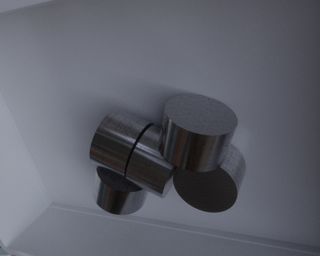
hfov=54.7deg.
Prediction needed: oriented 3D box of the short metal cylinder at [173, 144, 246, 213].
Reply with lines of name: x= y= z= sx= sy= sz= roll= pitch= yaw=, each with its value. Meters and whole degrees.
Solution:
short metal cylinder: x=0.063 y=0.059 z=0.392 sx=0.080 sy=0.050 sz=0.079 roll=13 pitch=124 yaw=20

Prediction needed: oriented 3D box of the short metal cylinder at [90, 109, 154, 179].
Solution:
short metal cylinder: x=-0.048 y=0.021 z=0.407 sx=0.050 sy=0.080 sz=0.079 roll=23 pitch=127 yaw=14

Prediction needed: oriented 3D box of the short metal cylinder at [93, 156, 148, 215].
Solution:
short metal cylinder: x=-0.054 y=0.076 z=0.445 sx=0.080 sy=0.080 sz=0.050 roll=26 pitch=127 yaw=11

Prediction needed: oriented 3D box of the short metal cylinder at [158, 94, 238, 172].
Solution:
short metal cylinder: x=0.041 y=0.004 z=0.351 sx=0.080 sy=0.080 sz=0.050 roll=21 pitch=126 yaw=15

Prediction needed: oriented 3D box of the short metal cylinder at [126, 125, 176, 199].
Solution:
short metal cylinder: x=-0.001 y=0.043 z=0.398 sx=0.050 sy=0.080 sz=0.079 roll=24 pitch=127 yaw=13
